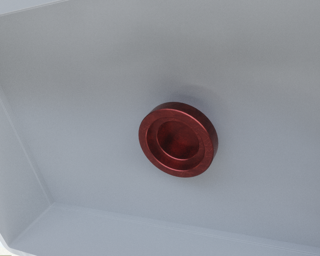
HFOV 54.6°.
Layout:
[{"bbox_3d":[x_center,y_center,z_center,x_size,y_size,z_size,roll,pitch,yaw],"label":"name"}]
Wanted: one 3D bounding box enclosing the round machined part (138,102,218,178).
[{"bbox_3d":[0.026,0.011,0.391,0.098,0.042,0.097,13,124,21],"label":"round machined part"}]
